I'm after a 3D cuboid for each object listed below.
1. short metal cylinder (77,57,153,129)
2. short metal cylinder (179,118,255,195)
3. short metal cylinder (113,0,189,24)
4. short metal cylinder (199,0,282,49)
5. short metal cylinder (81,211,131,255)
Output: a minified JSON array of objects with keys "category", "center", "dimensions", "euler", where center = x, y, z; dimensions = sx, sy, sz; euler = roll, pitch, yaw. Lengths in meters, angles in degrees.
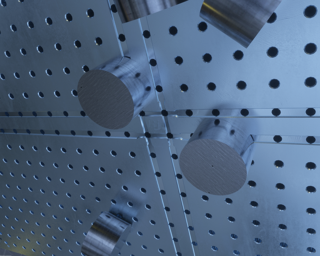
[{"category":"short metal cylinder","center":[-0.057,-0.045,0.395],"dimensions":[0.080,0.050,0.079],"euler":[13,124,20]},{"category":"short metal cylinder","center":[0.070,0.035,0.379],"dimensions":[0.080,0.050,0.079],"euler":[13,124,20]},{"category":"short metal cylinder","center":[-0.008,-0.138,0.294],"dimensions":[0.080,0.080,0.050],"euler":[-7,115,31]},{"category":"short metal cylinder","center":[0.078,-0.116,0.263],"dimensions":[0.050,0.080,0.079],"euler":[36,129,4]},{"category":"short metal cylinder","center":[-0.092,0.193,0.542],"dimensions":[0.050,0.080,0.079],"euler":[25,127,12]}]
